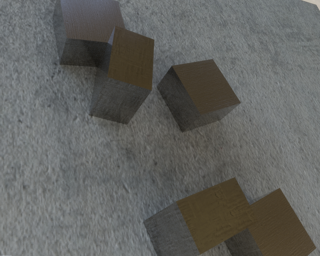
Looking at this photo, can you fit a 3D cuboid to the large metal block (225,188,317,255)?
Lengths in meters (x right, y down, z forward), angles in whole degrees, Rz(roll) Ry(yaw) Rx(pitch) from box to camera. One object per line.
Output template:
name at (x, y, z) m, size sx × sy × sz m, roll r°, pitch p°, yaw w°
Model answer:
large metal block at (0.128, 0.131, 0.379) m, size 0.081 × 0.050 × 0.080 m, roll -16°, pitch 70°, yaw -35°

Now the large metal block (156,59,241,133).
large metal block at (0.055, -0.048, 0.449) m, size 0.081 × 0.050 × 0.080 m, roll -17°, pitch 71°, yaw -35°

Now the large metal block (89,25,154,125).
large metal block at (-0.048, -0.062, 0.382) m, size 0.050 × 0.080 × 0.080 m, roll 15°, pitch 56°, yaw -20°

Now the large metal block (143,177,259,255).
large metal block at (0.041, 0.100, 0.331) m, size 0.081 × 0.080 × 0.050 m, roll -13°, pitch 69°, yaw -34°

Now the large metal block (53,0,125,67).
large metal block at (-0.095, -0.130, 0.417) m, size 0.081 × 0.050 × 0.080 m, roll -2°, pitch 63°, yaw -29°
